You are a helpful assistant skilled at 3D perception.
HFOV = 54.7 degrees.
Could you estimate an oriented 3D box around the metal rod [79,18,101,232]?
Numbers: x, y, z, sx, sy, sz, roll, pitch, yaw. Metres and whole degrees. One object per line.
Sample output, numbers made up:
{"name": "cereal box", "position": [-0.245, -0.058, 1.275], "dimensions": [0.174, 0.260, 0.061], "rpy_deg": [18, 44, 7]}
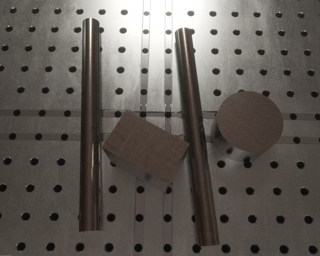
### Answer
{"name": "metal rod", "position": [-0.093, -0.018, 0.417], "dimensions": [0.025, 0.025, 0.299], "rpy_deg": [-4, 70, -2]}

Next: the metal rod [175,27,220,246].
{"name": "metal rod", "position": [0.046, -0.003, 0.413], "dimensions": [0.025, 0.025, 0.299], "rpy_deg": [-4, 70, -2]}

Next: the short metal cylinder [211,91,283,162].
{"name": "short metal cylinder", "position": [0.110, -0.001, 0.400], "dimensions": [0.081, 0.050, 0.080], "rpy_deg": [0, 70, 0]}

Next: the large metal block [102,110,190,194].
{"name": "large metal block", "position": [-0.015, 0.032, 0.371], "dimensions": [0.080, 0.080, 0.050], "rpy_deg": [28, 72, 9]}
